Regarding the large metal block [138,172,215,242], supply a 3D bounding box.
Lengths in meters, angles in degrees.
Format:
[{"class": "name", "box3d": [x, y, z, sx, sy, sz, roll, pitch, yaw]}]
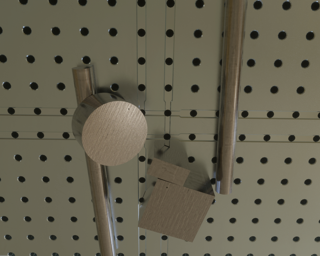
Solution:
[{"class": "large metal block", "box3d": [0.021, 0.104, 0.439, 0.080, 0.050, 0.079, 19, 109, -7]}]

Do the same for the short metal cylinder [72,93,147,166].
[{"class": "short metal cylinder", "box3d": [-0.063, 0.000, 0.383, 0.081, 0.050, 0.079, -10, 111, -26]}]

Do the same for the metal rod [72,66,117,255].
[{"class": "metal rod", "box3d": [-0.088, 0.064, 0.435, 0.025, 0.025, 0.298, -3, 110, 1]}]

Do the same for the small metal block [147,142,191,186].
[{"class": "small metal block", "box3d": [0.011, 0.048, 0.418, 0.050, 0.050, 0.025, 21, 109, -8]}]

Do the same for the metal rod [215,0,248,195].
[{"class": "metal rod", "box3d": [0.090, -0.050, 0.396, 0.025, 0.025, 0.298, -1, 110, 0]}]
